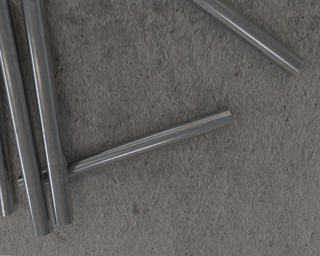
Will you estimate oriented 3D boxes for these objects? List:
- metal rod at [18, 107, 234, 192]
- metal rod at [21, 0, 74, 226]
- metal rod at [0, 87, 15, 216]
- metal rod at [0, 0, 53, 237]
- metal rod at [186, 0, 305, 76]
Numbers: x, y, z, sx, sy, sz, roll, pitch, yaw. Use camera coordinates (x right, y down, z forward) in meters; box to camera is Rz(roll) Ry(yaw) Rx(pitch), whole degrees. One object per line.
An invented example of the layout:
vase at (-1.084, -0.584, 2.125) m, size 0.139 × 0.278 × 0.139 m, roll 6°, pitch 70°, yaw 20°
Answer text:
metal rod at (-0.050, 0.031, 0.420) m, size 0.301 × 0.025 × 0.025 m, roll -18°, pitch 109°, yaw 6°
metal rod at (-0.138, -0.019, 0.384) m, size 0.025 × 0.025 × 0.298 m, roll -3°, pitch 104°, yaw 1°
metal rod at (-0.217, -0.018, 0.400) m, size 0.025 × 0.025 × 0.298 m, roll 3°, pitch 110°, yaw -1°
metal rod at (-0.172, -0.003, 0.389) m, size 0.025 × 0.025 × 0.298 m, roll -4°, pitch 104°, yaw 1°
metal rod at (0.043, -0.153, 0.353) m, size 0.301 × 0.025 × 0.025 m, roll 32°, pitch 107°, yaw -11°
